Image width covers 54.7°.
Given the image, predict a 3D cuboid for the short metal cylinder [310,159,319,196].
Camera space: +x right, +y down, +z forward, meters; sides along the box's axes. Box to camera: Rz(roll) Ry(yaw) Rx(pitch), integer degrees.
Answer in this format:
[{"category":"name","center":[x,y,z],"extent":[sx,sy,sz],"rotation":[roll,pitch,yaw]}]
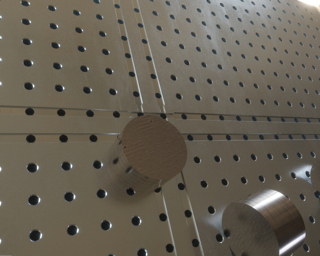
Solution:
[{"category":"short metal cylinder","center":[0.288,0.075,0.485],"extent":[0.050,0.080,0.080],"rotation":[-16,71,-35]}]

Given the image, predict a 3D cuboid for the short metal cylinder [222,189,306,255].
[{"category":"short metal cylinder","center":[0.121,0.119,0.368],"extent":[0.050,0.080,0.080],"rotation":[-14,69,-34]}]

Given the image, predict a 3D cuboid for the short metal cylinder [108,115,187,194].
[{"category":"short metal cylinder","center":[-0.015,0.031,0.366],"extent":[0.081,0.050,0.080],"rotation":[14,56,-21]}]
